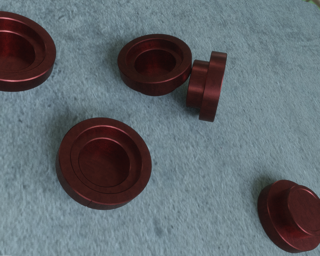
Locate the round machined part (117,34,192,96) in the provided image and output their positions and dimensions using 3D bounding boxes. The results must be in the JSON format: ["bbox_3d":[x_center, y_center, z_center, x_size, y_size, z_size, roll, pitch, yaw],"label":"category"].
[{"bbox_3d":[-0.006,-0.082,0.424,0.099,0.042,0.098,-2,53,3],"label":"round machined part"}]

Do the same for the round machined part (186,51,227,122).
[{"bbox_3d":[0.063,-0.060,0.436,0.042,0.097,0.098,11,53,8],"label":"round machined part"}]

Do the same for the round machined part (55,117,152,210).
[{"bbox_3d":[-0.062,0.041,0.336,0.099,0.042,0.098,14,56,-21],"label":"round machined part"}]

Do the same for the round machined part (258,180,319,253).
[{"bbox_3d":[0.187,0.117,0.425,0.099,0.042,0.098,14,56,-21],"label":"round machined part"}]

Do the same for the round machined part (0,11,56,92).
[{"bbox_3d":[-0.172,-0.081,0.350,0.099,0.042,0.098,14,56,-21],"label":"round machined part"}]
